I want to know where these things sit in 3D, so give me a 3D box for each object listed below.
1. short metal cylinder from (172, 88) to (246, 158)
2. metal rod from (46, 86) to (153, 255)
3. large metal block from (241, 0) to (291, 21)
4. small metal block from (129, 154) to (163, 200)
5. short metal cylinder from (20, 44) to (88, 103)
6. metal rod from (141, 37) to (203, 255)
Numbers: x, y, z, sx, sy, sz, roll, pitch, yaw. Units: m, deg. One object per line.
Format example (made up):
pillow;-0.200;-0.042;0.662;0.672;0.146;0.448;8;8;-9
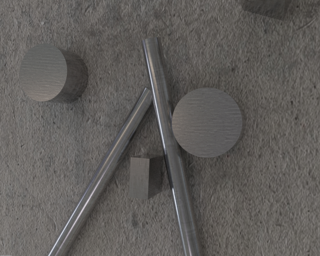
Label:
short metal cylinder;0.060;-0.006;0.374;0.080;0.050;0.080;0;90;19
metal rod;-0.086;0.076;0.439;0.025;0.025;0.299;34;101;16
large metal block;0.126;-0.174;0.335;0.050;0.080;0.080;23;98;18
small metal block;-0.017;0.061;0.402;0.025;0.050;0.050;3;91;20
short metal cylinder;-0.153;-0.077;0.450;0.080;0.050;0.080;0;90;20
metal rod;0.018;0.036;0.392;0.025;0.025;0.298;-11;90;19
